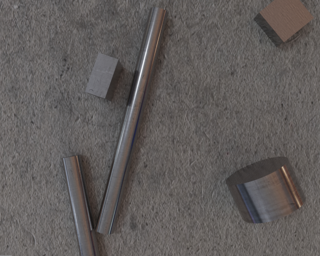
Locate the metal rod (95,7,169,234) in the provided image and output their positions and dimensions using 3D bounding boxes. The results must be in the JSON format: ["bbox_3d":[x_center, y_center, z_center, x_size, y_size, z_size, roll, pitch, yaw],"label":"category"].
[{"bbox_3d":[-0.037,-0.009,0.409,0.025,0.025,0.298,14,90,0],"label":"metal rod"}]

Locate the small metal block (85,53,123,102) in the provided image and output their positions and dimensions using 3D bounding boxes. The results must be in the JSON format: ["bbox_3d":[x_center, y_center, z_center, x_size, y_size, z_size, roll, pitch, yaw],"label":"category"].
[{"bbox_3d":[-0.070,-0.063,0.397,0.025,0.050,0.050,19,90,0],"label":"small metal block"}]

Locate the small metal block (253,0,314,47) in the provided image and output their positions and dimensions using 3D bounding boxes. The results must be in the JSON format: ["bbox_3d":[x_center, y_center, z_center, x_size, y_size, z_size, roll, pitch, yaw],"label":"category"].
[{"bbox_3d":[0.163,-0.145,0.411,0.050,0.025,0.050,-39,90,0],"label":"small metal block"}]

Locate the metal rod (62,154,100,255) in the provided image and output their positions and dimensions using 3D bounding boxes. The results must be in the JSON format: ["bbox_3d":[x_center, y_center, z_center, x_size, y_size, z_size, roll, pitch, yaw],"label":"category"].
[{"bbox_3d":[-0.090,0.184,0.409,0.025,0.025,0.298,-11,90,0],"label":"metal rod"}]

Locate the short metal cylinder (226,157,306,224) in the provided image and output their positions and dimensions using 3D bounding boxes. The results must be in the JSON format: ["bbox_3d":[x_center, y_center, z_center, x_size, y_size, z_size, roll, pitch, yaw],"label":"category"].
[{"bbox_3d":[0.129,0.075,0.383,0.080,0.080,0.050,-24,90,0],"label":"short metal cylinder"}]
